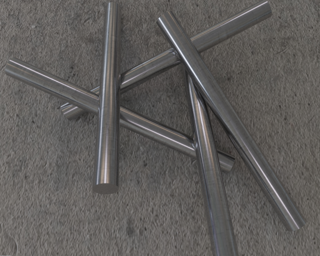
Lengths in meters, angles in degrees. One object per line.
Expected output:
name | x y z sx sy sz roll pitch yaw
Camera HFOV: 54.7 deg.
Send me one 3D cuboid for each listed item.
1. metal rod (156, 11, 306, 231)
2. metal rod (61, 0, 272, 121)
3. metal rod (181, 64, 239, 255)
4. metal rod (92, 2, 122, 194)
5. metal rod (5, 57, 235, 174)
metal rod | 0.084 -0.012 0.379 0.025 0.025 0.299 -31 86 -10
metal rod | 0.008 -0.090 0.413 0.301 0.025 0.025 -27 72 1
metal rod | 0.052 0.003 0.377 0.025 0.025 0.299 -5 59 -2
metal rod | -0.062 -0.062 0.386 0.025 0.025 0.300 -4 54 -1
metal rod | -0.048 -0.015 0.390 0.301 0.025 0.025 24 72 -1
